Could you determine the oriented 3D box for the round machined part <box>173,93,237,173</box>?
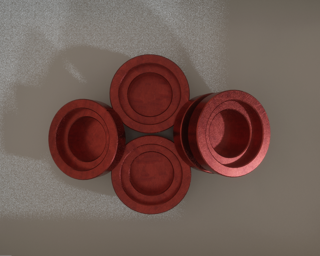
[{"bbox_3d":[0.061,0.006,0.391,0.099,0.042,0.097,0,89,-22],"label":"round machined part"}]

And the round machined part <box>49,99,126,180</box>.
[{"bbox_3d":[-0.087,0.014,0.390,0.098,0.042,0.097,0,90,20],"label":"round machined part"}]

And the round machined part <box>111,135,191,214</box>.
[{"bbox_3d":[-0.011,0.057,0.400,0.099,0.042,0.097,0,90,0],"label":"round machined part"}]

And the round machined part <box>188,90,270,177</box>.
[{"bbox_3d":[0.076,0.006,0.363,0.099,0.042,0.097,0,90,-22],"label":"round machined part"}]

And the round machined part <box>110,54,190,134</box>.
[{"bbox_3d":[-0.013,-0.042,0.400,0.099,0.042,0.097,0,90,0],"label":"round machined part"}]
